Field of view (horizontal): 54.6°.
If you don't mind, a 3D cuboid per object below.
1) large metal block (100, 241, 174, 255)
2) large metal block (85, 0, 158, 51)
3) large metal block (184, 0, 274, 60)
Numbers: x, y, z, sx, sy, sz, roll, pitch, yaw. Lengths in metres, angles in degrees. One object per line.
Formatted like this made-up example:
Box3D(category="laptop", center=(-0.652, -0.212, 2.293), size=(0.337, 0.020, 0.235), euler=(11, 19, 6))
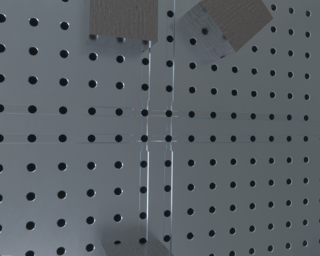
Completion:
Box3D(category="large metal block", center=(-0.026, 0.177, 0.374), size=(0.081, 0.080, 0.050), euler=(5, 89, -20))
Box3D(category="large metal block", center=(-0.049, -0.144, 0.381), size=(0.081, 0.050, 0.080), euler=(0, 90, -20))
Box3D(category="large metal block", center=(0.096, -0.156, 0.434), size=(0.080, 0.050, 0.080), euler=(-43, 104, -15))
